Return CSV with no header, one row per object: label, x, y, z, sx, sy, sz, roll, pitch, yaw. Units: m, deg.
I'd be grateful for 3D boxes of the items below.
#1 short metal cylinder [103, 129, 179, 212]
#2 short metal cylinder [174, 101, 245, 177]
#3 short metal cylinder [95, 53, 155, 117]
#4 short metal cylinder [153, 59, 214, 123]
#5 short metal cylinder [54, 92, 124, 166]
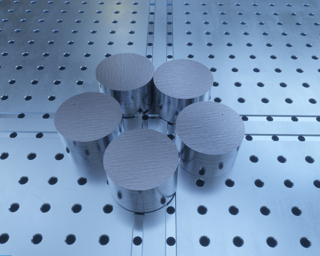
short metal cylinder,-0.020,0.047,0.350,0.080,0.050,0.080,0,50,1
short metal cylinder,0.058,0.013,0.379,0.081,0.050,0.080,0,51,0
short metal cylinder,-0.048,-0.063,0.443,0.081,0.050,0.080,0,50,0
short metal cylinder,0.031,-0.051,0.433,0.081,0.050,0.080,0,50,0
short metal cylinder,-0.086,0.000,0.390,0.081,0.050,0.080,0,50,0
